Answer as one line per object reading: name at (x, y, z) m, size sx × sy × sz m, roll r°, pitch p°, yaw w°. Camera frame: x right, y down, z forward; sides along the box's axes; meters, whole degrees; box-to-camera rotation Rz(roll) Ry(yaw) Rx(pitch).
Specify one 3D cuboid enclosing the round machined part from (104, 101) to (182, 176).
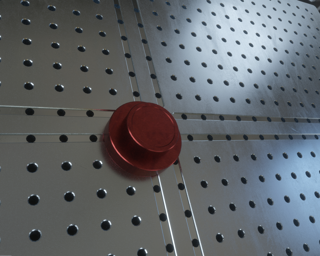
round machined part at (-0.016, 0.007, 0.386) m, size 0.099 × 0.042 × 0.098 m, roll 14°, pitch 56°, yaw -21°
